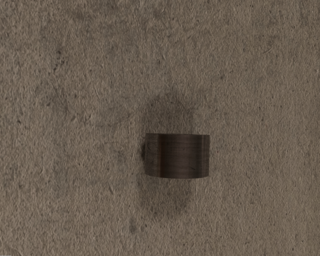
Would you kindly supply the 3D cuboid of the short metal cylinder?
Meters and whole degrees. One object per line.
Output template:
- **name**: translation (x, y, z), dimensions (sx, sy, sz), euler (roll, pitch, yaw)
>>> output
- **short metal cylinder**: translation (0.021, 0.032, 0.389), dimensions (0.081, 0.080, 0.050), euler (2, 90, -20)
